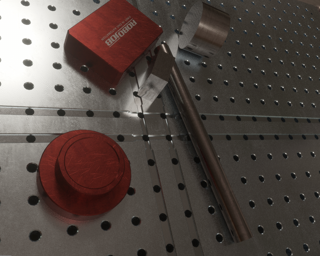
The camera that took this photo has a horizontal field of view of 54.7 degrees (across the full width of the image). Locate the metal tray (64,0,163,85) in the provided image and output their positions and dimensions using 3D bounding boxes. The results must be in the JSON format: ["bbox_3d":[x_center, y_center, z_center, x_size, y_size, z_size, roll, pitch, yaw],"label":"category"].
[{"bbox_3d":[-0.063,-0.132,0.453,0.090,0.030,0.130,37,51,-4],"label":"metal tray"}]

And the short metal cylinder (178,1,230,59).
[{"bbox_3d":[0.072,-0.161,0.512,0.050,0.080,0.080,16,55,-19],"label":"short metal cylinder"}]

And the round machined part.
[{"bbox_3d":[-0.077,0.044,0.330,0.099,0.042,0.098,14,56,-21],"label":"round machined part"}]

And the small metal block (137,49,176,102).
[{"bbox_3d":[-0.005,-0.073,0.435,0.025,0.050,0.050,26,53,-13],"label":"small metal block"}]

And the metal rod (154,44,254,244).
[{"bbox_3d":[0.053,0.007,0.433,0.025,0.025,0.299,-8,66,-32],"label":"metal rod"}]
